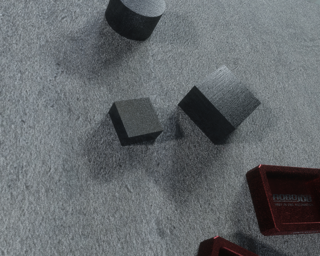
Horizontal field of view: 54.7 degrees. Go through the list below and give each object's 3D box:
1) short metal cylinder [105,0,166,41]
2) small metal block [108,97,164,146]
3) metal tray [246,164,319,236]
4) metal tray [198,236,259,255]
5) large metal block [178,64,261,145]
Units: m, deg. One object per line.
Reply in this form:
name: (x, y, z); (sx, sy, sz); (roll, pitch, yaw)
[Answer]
short metal cylinder: (-0.038, -0.183, 0.479); (0.081, 0.050, 0.080); (14, 56, -21)
small metal block: (-0.031, -0.009, 0.393); (0.050, 0.025, 0.050); (-11, 68, -33)
metal tray: (0.192, 0.102, 0.441); (0.131, 0.030, 0.090); (7, 59, -25)
metal tray: (0.075, 0.193, 0.322); (0.090, 0.030, 0.130); (29, 52, -10)
large metal block: (0.088, -0.036, 0.457); (0.080, 0.050, 0.080); (48, 51, 5)
